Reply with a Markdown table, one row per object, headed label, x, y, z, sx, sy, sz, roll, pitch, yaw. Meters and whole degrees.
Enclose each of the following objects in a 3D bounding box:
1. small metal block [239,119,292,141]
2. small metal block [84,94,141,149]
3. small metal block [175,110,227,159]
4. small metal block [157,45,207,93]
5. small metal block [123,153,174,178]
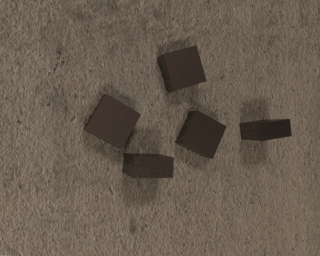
| label | x | y | z | sx | sy | sz | roll | pitch | yaw |
| --- | --- | --- | --- | --- | --- | --- | --- | --- | --- |
| small metal block | 0.154 | 0.002 | 0.454 | 0.050 | 0.050 | 0.025 | -7 | 93 | -20 |
| small metal block | -0.060 | -0.008 | 0.388 | 0.050 | 0.025 | 0.050 | 31 | 80 | -18 |
| small metal block | 0.057 | 0.009 | 0.431 | 0.050 | 0.025 | 0.050 | 27 | 81 | -18 |
| small metal block | 0.030 | -0.080 | 0.421 | 0.050 | 0.025 | 0.050 | -19 | 97 | -19 |
| small metal block | -0.016 | 0.047 | 0.391 | 0.050 | 0.050 | 0.025 | 3 | 89 | -20 |
